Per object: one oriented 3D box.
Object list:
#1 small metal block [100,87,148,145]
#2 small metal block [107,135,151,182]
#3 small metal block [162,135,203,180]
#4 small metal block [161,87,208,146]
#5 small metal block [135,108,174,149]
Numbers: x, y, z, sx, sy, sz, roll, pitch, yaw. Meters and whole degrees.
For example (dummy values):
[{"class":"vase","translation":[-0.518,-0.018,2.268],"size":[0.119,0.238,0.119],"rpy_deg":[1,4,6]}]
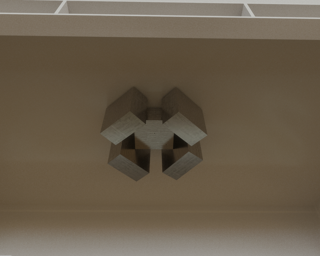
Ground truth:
[{"class":"small metal block","translation":[-0.043,-0.015,0.377],"size":[0.050,0.050,0.025],"rpy_deg":[-34,122,26]},{"class":"small metal block","translation":[-0.040,0.036,0.421],"size":[0.025,0.050,0.050],"rpy_deg":[-37,121,28]},{"class":"small metal block","translation":[0.028,0.034,0.418],"size":[0.025,0.050,0.050],"rpy_deg":[33,122,-26]},{"class":"small metal block","translation":[0.029,-0.014,0.378],"size":[0.025,0.050,0.050],"rpy_deg":[-38,122,26]},{"class":"small metal block","translation":[-0.007,0.001,0.407],"size":[0.050,0.025,0.050],"rpy_deg":[0,130,-1]}]
